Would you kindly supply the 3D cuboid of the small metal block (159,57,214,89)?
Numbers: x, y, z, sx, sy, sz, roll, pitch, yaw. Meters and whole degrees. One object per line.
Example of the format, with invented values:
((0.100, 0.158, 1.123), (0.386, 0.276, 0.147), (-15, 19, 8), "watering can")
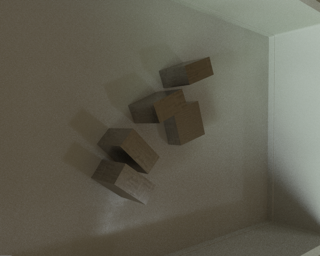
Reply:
((0.036, -0.075, 0.422), (0.050, 0.050, 0.025), (-27, 108, -37), "small metal block")

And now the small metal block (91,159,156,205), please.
((-0.042, 0.062, 0.357), (0.050, 0.050, 0.025), (42, 65, -33), "small metal block")

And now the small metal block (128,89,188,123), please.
((-0.003, -0.027, 0.390), (0.050, 0.050, 0.025), (-30, 109, -36), "small metal block")

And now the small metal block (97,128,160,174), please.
((-0.037, 0.026, 0.361), (0.050, 0.050, 0.025), (49, 61, -29), "small metal block")

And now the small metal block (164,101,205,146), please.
((0.033, -0.008, 0.437), (0.050, 0.025, 0.050), (-22, 104, -38), "small metal block")
